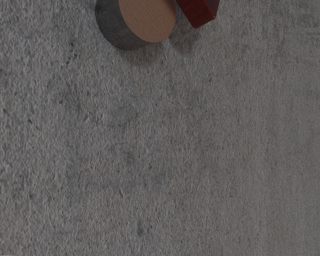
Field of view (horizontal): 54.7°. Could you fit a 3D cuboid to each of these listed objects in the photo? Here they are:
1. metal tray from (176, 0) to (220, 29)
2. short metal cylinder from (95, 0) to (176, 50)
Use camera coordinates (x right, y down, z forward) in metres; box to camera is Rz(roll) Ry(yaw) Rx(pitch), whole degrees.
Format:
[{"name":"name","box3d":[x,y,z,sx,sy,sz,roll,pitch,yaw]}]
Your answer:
[{"name":"metal tray","box3d":[0.045,-0.201,0.407,0.090,0.030,0.130,49,38,-29]},{"name":"short metal cylinder","box3d":[-0.028,-0.136,0.364,0.081,0.050,0.079,0,90,-40]}]
